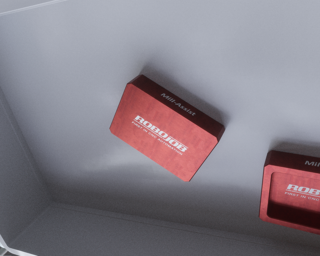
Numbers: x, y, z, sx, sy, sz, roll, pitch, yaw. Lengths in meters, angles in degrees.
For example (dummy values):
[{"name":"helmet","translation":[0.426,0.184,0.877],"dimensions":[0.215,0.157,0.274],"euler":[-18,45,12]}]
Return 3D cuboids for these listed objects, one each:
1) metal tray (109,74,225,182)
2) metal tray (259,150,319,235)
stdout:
[{"name":"metal tray","translation":[0.006,0.002,0.404],"dimensions":[0.130,0.030,0.089],"euler":[33,129,6]},{"name":"metal tray","translation":[0.186,0.080,0.356],"dimensions":[0.130,0.030,0.089],"euler":[9,122,23]}]
